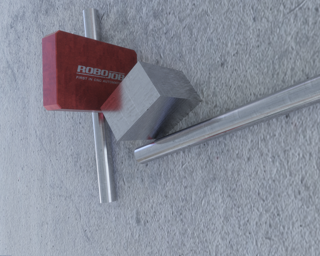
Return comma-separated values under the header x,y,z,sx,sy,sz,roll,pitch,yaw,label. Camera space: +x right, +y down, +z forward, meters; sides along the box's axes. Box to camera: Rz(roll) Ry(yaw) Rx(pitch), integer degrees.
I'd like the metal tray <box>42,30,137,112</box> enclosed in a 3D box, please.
x,y,z,sx,sy,sz,roll,pitch,yaw,label
-0.085,-0.066,0.404,0.030,0.131,0.089,-3,88,40,metal tray

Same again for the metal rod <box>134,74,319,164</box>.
x,y,z,sx,sy,sz,roll,pitch,yaw,label
0.084,-0.010,0.334,0.299,0.025,0.025,-23,76,37,metal rod

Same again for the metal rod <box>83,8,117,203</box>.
x,y,z,sx,sy,sz,roll,pitch,yaw,label
-0.094,-0.037,0.479,0.025,0.025,0.298,-10,83,39,metal rod

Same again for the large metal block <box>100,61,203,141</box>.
x,y,z,sx,sy,sz,roll,pitch,yaw,label
-0.010,-0.029,0.376,0.080,0.081,0.050,-45,64,30,large metal block
